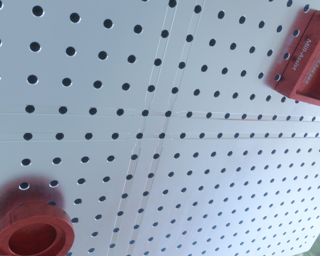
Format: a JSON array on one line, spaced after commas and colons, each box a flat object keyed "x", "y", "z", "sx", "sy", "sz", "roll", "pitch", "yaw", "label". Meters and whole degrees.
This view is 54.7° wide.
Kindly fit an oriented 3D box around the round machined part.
[{"x": -0.163, "y": 0.135, "z": 0.395, "sx": 0.099, "sy": 0.042, "sz": 0.097, "roll": -14, "pitch": 125, "yaw": -21, "label": "round machined part"}]

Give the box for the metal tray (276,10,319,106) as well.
[{"x": 0.248, "y": -0.103, "z": 0.482, "sx": 0.091, "sy": 0.030, "sz": 0.129, "roll": 8, "pitch": 115, "yaw": -32, "label": "metal tray"}]
